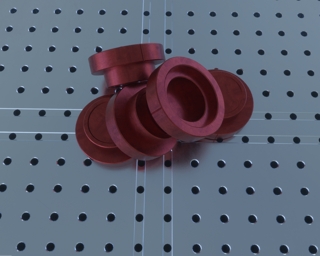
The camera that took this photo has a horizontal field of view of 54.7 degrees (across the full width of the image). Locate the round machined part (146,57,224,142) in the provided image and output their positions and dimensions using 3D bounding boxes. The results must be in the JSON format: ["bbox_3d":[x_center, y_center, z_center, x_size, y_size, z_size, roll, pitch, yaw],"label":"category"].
[{"bbox_3d":[0.025,-0.030,0.363,0.099,0.042,0.098,14,65,-31],"label":"round machined part"}]

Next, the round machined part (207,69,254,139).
[{"bbox_3d":[0.077,-0.037,0.417,0.099,0.042,0.098,0,70,-1],"label":"round machined part"}]

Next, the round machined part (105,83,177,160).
[{"bbox_3d":[-0.013,-0.012,0.382,0.099,0.042,0.098,17,61,-33],"label":"round machined part"}]

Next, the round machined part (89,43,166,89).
[{"bbox_3d":[-0.040,-0.078,0.406,0.099,0.098,0.042,-12,96,-5],"label":"round machined part"}]

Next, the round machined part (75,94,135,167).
[{"bbox_3d":[-0.061,-0.001,0.402,0.099,0.042,0.098,0,70,-1],"label":"round machined part"}]
